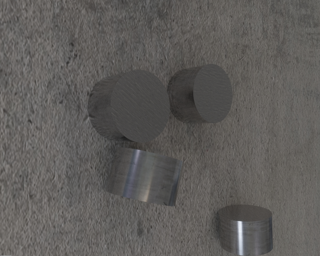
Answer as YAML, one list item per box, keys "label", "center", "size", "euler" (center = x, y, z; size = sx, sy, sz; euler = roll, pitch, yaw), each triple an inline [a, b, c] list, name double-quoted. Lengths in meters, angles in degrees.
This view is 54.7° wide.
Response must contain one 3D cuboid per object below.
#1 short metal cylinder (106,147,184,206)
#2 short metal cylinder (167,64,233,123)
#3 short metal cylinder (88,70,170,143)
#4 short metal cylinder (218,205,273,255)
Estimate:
- label: "short metal cylinder"
  center: [-0.017, 0.056, 0.355]
  size: [0.080, 0.080, 0.050]
  euler: [21, 77, -38]
- label: "short metal cylinder"
  center: [0.057, -0.046, 0.436]
  size: [0.081, 0.050, 0.080]
  euler: [0, 90, -40]
- label: "short metal cylinder"
  center: [-0.035, -0.024, 0.359]
  size: [0.081, 0.050, 0.080]
  euler: [0, 90, -40]
- label: "short metal cylinder"
  center: [0.132, 0.155, 0.480]
  size: [0.081, 0.080, 0.050]
  euler: [-5, 94, -40]
